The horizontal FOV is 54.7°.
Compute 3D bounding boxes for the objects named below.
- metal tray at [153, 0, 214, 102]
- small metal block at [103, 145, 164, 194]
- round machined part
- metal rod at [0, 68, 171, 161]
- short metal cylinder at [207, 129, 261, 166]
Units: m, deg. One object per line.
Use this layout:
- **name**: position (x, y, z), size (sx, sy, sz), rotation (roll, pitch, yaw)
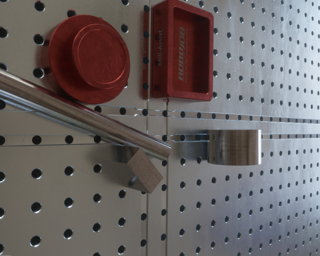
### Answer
- **metal tray**: position (0.035, -0.104, 0.436), size (0.091, 0.030, 0.129), rotation (1, 89, -40)
- **small metal block**: position (-0.032, 0.048, 0.368), size (0.025, 0.050, 0.050), rotation (-49, 120, -29)
- **round machined part**: position (-0.073, -0.075, 0.338), size (0.099, 0.042, 0.097), rotation (0, 90, -40)
- **metal rod**: position (-0.102, -0.020, 0.324), size (0.301, 0.025, 0.025), rotation (26, 74, -37)
- **short metal cylinder**: position (0.112, 0.027, 0.470), size (0.081, 0.080, 0.050), rotation (-1, 91, -40)
